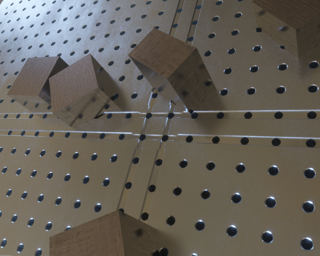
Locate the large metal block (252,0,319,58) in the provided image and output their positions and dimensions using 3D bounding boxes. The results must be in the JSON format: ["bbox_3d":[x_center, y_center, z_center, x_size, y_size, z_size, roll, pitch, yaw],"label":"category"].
[{"bbox_3d":[0.178,-0.148,0.390,0.080,0.050,0.080,-36,51,4],"label":"large metal block"}]

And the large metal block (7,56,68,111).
[{"bbox_3d":[-0.205,-0.077,0.545,0.080,0.050,0.080,5,64,30],"label":"large metal block"}]

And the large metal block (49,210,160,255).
[{"bbox_3d":[-0.053,0.132,0.319,0.080,0.080,0.050,-25,53,13],"label":"large metal block"}]

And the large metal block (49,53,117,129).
[{"bbox_3d":[-0.123,-0.058,0.490,0.080,0.050,0.080,-28,52,10],"label":"large metal block"}]

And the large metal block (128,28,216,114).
[{"bbox_3d":[0.017,-0.075,0.409,0.050,0.080,0.080,-48,52,-5],"label":"large metal block"}]
